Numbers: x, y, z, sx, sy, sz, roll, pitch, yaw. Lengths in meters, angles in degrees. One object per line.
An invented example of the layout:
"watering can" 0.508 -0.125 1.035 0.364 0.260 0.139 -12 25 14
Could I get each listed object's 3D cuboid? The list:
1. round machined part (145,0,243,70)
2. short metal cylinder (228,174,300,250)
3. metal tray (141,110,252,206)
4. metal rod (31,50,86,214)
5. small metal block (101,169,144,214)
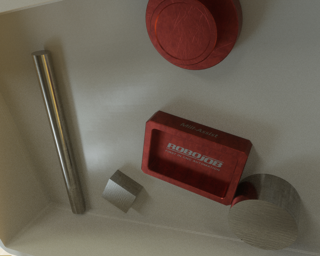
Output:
"round machined part" 0.029 -0.103 0.312 0.098 0.042 0.097 14 130 18
"short metal cylinder" 0.131 0.104 0.388 0.080 0.050 0.079 13 124 20
"metal tray" 0.043 0.039 0.405 0.130 0.030 0.089 19 126 16
"metal rod" -0.158 0.024 0.504 0.025 0.025 0.298 11 123 22
"small metal block" -0.062 0.103 0.503 0.050 0.025 0.050 33 129 6
